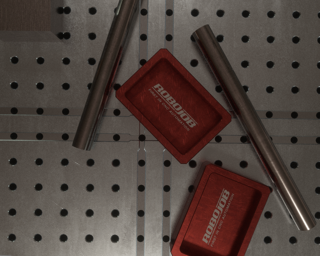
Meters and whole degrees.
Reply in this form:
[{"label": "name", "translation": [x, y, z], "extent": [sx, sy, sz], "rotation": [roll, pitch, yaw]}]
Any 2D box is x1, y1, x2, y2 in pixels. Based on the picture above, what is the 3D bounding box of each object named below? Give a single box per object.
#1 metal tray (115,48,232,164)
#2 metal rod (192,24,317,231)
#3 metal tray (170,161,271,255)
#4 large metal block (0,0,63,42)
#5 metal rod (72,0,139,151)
[{"label": "metal tray", "translation": [0.017, -0.028, 0.411], "extent": [0.090, 0.030, 0.130], "rotation": [-44, 91, 0]}, {"label": "metal rod", "translation": [0.126, 0.000, 0.415], "extent": [0.025, 0.025, 0.299], "rotation": [-29, 90, 0]}, {"label": "metal tray", "translation": [0.078, 0.120, 0.411], "extent": [0.090, 0.030, 0.129], "rotation": [22, 90, -1]}, {"label": "large metal block", "translation": [-0.172, -0.157, 0.399], "extent": [0.081, 0.050, 0.079], "rotation": [0, 90, -1]}, {"label": "metal rod", "translation": [-0.058, -0.115, 0.412], "extent": [0.025, 0.025, 0.298], "rotation": [18, 90, -1]}]
